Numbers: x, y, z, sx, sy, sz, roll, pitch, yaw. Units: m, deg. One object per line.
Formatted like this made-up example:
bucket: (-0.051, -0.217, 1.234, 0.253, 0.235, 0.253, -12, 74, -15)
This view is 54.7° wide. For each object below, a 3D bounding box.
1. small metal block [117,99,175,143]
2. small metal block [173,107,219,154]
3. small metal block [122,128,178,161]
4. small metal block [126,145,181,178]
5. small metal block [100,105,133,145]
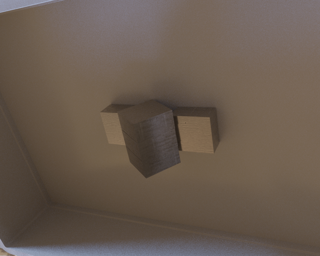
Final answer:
small metal block: (-0.017, -0.010, 0.379, 0.050, 0.050, 0.025, 34, 140, 55)
small metal block: (0.044, 0.002, 0.384, 0.050, 0.025, 0.050, 3, 120, 26)
small metal block: (-0.013, 0.012, 0.391, 0.050, 0.050, 0.025, 33, 140, 55)
small metal block: (-0.009, 0.034, 0.402, 0.050, 0.050, 0.025, 33, 140, 55)
small metal block: (-0.049, -0.004, 0.428, 0.050, 0.025, 0.050, 4, 120, 26)
